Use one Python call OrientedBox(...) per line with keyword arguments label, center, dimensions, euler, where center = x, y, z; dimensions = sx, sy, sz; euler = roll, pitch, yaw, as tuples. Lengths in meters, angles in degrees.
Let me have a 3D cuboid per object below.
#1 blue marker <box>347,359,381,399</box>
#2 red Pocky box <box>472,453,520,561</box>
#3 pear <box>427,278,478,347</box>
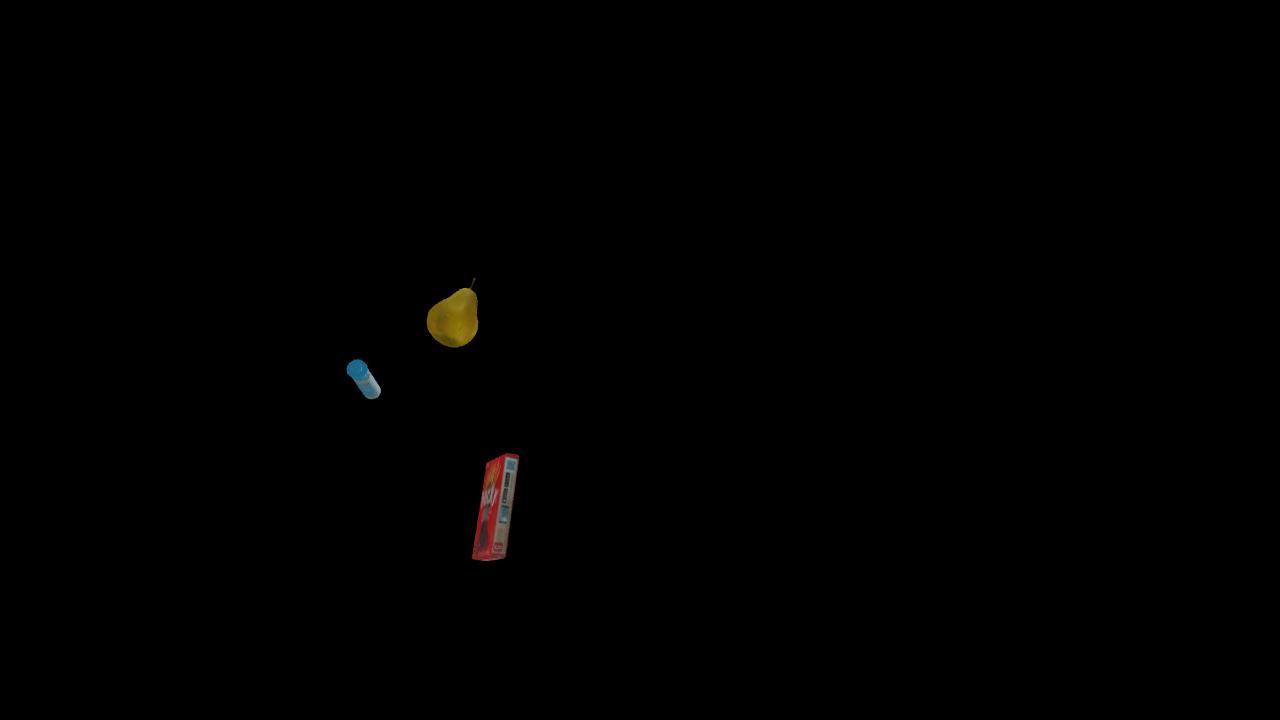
OrientedBox(label="blue marker", center=(-0.289, 0.021, 0.646), dimensions=(0.020, 0.020, 0.121), euler=(0, -14, -17))
OrientedBox(label="red Pocky box", center=(-0.223, 0.227, 0.947), dimensions=(0.028, 0.155, 0.083), euler=(17, -28, -28))
OrientedBox(label="pear", center=(-0.286, -0.077, 0.975), dimensions=(0.080, 0.111, 0.080), euler=(20, -27, 11))
